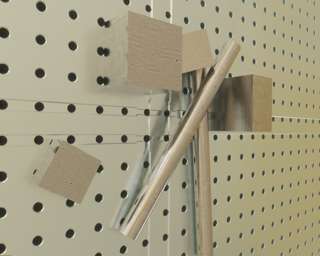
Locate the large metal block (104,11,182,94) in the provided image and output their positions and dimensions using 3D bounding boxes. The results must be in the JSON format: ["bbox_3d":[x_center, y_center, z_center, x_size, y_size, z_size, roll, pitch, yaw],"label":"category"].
[{"bbox_3d":[-0.020,-0.086,0.376,0.081,0.050,0.080,1,90,-40],"label":"large metal block"}]

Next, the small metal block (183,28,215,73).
[{"bbox_3d":[0.042,-0.104,0.426,0.050,0.025,0.050,-15,96,-4],"label":"small metal block"}]

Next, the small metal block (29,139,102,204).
[{"bbox_3d":[-0.098,0.046,0.327,0.050,0.025,0.050,37,68,-34],"label":"small metal block"}]

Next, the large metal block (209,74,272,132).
[{"bbox_3d":[0.122,-0.035,0.475,0.050,0.080,0.080,1,90,-40],"label":"large metal block"}]

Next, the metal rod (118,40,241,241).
[{"bbox_3d":[0.033,0.005,0.414,0.025,0.025,0.300,40,72,-33],"label":"metal rod"}]

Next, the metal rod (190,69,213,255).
[{"bbox_3d":[0.061,0.046,0.460,0.025,0.025,0.298,-4,93,-40],"label":"metal rod"}]
